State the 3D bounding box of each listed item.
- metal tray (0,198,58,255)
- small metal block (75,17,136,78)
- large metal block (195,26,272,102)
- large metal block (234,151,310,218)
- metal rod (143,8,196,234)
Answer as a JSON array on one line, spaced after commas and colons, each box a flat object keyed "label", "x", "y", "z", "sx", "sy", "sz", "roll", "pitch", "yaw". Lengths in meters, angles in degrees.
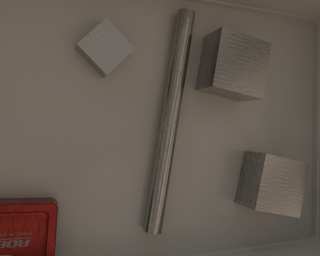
[{"label": "metal tray", "x": -0.184, "y": 0.125, "z": 0.340, "sx": 0.131, "sy": 0.030, "sz": 0.089, "roll": 4, "pitch": 89, "yaw": -20}, {"label": "small metal block", "x": -0.068, "y": -0.099, "z": 0.386, "sx": 0.050, "sy": 0.025, "sz": 0.050, "roll": 46, "pitch": 75, "yaw": -15}, {"label": "large metal block", "x": 0.103, "y": -0.086, "z": 0.437, "sx": 0.081, "sy": 0.050, "sz": 0.080, "roll": 11, "pitch": 86, "yaw": -20}, {"label": "large metal block", "x": 0.166, "y": 0.082, "z": 0.461, "sx": 0.081, "sy": 0.050, "sz": 0.080, "roll": 14, "pitch": 85, "yaw": -20}, {"label": "metal rod", "x": 0.013, "y": -0.011, "z": 0.416, "sx": 0.025, "sy": 0.025, "sz": 0.298, "roll": 10, "pitch": 87, "yaw": -20}]
